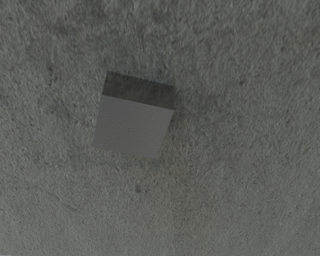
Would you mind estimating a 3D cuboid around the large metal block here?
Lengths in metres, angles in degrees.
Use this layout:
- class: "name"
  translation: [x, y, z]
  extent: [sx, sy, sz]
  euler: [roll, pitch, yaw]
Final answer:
- class: "large metal block"
  translation: [-0.033, -0.014, 0.378]
  extent: [0.080, 0.050, 0.079]
  euler: [12, 129, -10]
